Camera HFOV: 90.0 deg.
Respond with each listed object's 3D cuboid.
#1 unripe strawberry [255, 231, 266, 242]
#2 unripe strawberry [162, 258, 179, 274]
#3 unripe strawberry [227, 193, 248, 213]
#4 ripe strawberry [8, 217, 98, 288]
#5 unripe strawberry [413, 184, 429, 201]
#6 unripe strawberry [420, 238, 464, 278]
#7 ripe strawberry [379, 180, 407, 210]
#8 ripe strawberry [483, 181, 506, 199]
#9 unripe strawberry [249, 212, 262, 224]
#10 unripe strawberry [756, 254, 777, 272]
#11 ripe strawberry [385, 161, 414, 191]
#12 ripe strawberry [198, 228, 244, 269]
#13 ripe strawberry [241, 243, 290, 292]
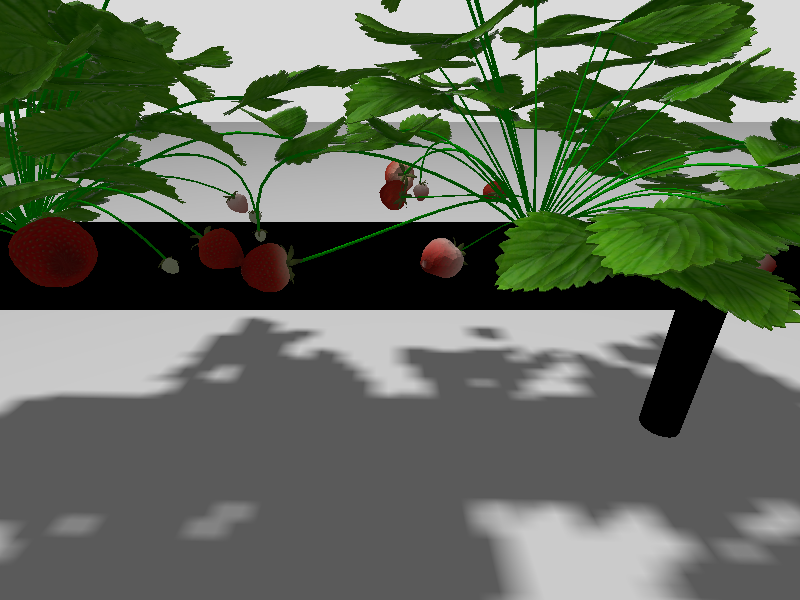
[{"bbox_3d":[-0.121,-0.055,0.346,0.010,0.010,0.009,-1,26,-3],"label":"unripe strawberry"},{"bbox_3d":[-0.164,-0.024,0.287,0.012,0.011,0.010,-36,3,36],"label":"unripe strawberry"},{"bbox_3d":[-0.181,-0.107,0.450,0.024,0.021,0.022,32,-17,48],"label":"unripe strawberry"},{"bbox_3d":[-0.224,-0.029,0.262,0.048,0.047,0.045,23,34,38],"label":"ripe strawberry"},{"bbox_3d":[0.027,-0.140,0.520,0.022,0.022,0.019,-13,28,-24],"label":"unripe strawberry"},{"bbox_3d":[0.028,-0.029,0.278,0.031,0.026,0.031,-23,34,-38],"label":"unripe strawberry"},{"bbox_3d":[-0.008,-0.123,0.466,0.033,0.034,0.030,22,33,39],"label":"ripe strawberry"},{"bbox_3d":[0.118,-0.136,0.500,0.032,0.027,0.032,0,25,-1],"label":"ripe strawberry"},{"bbox_3d":[-0.133,-0.076,0.369,0.011,0.011,0.011,-2,26,-4],"label":"unripe strawberry"},{"bbox_3d":[0.256,-0.025,0.283,0.016,0.016,0.014,33,37,17],"label":"unripe strawberry"},{"bbox_3d":[-0.003,-0.175,0.569,0.042,0.044,0.046,-13,13,-24],"label":"ripe strawberry"},{"bbox_3d":[-0.130,-0.036,0.294,0.032,0.031,0.029,28,31,6],"label":"ripe strawberry"},{"bbox_3d":[-0.086,-0.020,0.256,0.030,0.031,0.027,-14,29,-25],"label":"ripe strawberry"}]
